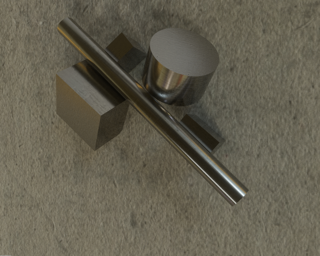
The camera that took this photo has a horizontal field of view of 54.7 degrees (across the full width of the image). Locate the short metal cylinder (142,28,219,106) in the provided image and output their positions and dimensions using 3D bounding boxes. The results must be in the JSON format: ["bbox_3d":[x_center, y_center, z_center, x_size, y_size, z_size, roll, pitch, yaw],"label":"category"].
[{"bbox_3d":[0.023,-0.072,0.366,0.080,0.080,0.050,41,144,15],"label":"short metal cylinder"}]

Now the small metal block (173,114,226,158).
[{"bbox_3d":[0.049,0.009,0.376,0.050,0.050,0.025,42,103,14],"label":"small metal block"}]

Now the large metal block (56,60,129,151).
[{"bbox_3d":[-0.090,-0.030,0.409,0.080,0.050,0.080,42,144,14],"label":"large metal block"}]

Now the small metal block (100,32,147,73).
[{"bbox_3d":[-0.050,-0.095,0.414,0.050,0.050,0.025,-40,78,15],"label":"small metal block"}]

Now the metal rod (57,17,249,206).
[{"bbox_3d":[-0.018,-0.029,0.363,0.300,0.025,0.025,45,104,14],"label":"metal rod"}]
